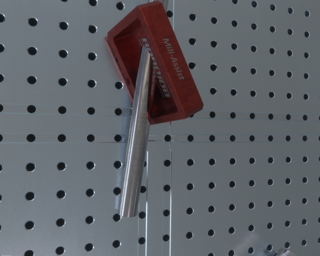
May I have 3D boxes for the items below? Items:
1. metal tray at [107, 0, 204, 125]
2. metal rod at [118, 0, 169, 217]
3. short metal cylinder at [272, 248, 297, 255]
[{"bbox_3d":[-0.009,-0.071,0.372,0.030,0.090,0.129,-29,100,-31],"label":"metal tray"},{"bbox_3d":[-0.020,-0.037,0.385,0.025,0.025,0.298,7,95,-20],"label":"metal rod"},{"bbox_3d":[0.190,0.227,0.454,0.050,0.080,0.080,-34,101,-17],"label":"short metal cylinder"}]
